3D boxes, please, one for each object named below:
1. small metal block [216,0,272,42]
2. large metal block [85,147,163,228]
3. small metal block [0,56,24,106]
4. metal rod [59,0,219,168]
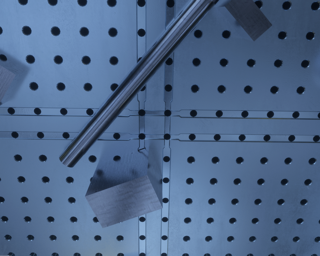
[{"bbox_3d":[0.095,-0.128,0.354,0.025,0.050,0.050,-42,105,14],"label":"small metal block"},{"bbox_3d":[-0.043,0.076,0.412,0.080,0.080,0.050,-20,109,7],"label":"large metal block"},{"bbox_3d":[-0.209,-0.063,0.387,0.050,0.025,0.050,34,106,-12],"label":"small metal block"},{"bbox_3d":[-0.030,-0.060,0.390,0.025,0.025,0.299,39,105,-14],"label":"metal rod"}]
